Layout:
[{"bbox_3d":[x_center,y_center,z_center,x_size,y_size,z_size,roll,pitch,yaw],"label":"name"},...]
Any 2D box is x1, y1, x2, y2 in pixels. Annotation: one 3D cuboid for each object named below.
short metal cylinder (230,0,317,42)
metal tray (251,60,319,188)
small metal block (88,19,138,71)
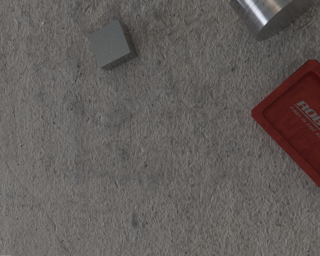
[{"bbox_3d":[0.124,-0.140,0.336,0.080,0.080,0.050,-35,79,16],"label":"short metal cylinder"},{"bbox_3d":[0.179,0.001,0.343,0.090,0.030,0.130,-44,77,14],"label":"metal tray"},{"bbox_3d":[-0.065,-0.115,0.432,0.050,0.025,0.050,-23,83,18],"label":"small metal block"}]
